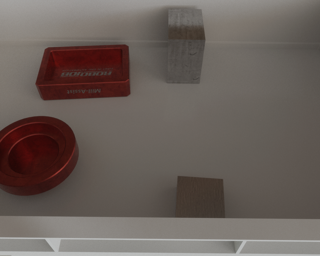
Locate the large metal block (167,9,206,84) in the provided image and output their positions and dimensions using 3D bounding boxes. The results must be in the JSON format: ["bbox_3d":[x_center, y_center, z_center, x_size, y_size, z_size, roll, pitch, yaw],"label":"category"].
[{"bbox_3d":[0.037,-0.125,0.475,0.050,0.080,0.080,1,50,0],"label":"large metal block"}]

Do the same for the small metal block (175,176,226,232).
[{"bbox_3d":[0.043,0.082,0.337,0.050,0.025,0.050,4,50,2],"label":"small metal block"}]

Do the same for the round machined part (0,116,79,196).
[{"bbox_3d":[-0.145,0.036,0.362,0.099,0.042,0.098,0,50,0],"label":"round machined part"}]

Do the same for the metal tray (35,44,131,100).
[{"bbox_3d":[-0.112,-0.087,0.473,0.131,0.030,0.090,-3,50,-3],"label":"metal tray"}]
